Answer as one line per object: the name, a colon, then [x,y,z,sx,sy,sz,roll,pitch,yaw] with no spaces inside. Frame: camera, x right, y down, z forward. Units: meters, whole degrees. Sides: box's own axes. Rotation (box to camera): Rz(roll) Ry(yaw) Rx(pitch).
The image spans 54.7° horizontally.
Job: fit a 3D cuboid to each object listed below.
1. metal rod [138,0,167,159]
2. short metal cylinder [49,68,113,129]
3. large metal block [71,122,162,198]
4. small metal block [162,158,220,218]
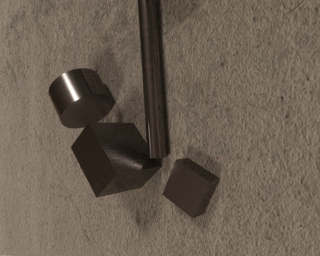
metal rod: [-0.013,-0.110,0.413,0.025,0.025,0.298,-6,86,39]
short metal cylinder: [-0.118,-0.043,0.464,0.080,0.081,0.050,-45,64,30]
large metal block: [-0.058,0.039,0.415,0.050,0.081,0.080,-49,61,29]
small metal block: [0.037,0.071,0.373,0.050,0.025,0.050,32,110,35]
